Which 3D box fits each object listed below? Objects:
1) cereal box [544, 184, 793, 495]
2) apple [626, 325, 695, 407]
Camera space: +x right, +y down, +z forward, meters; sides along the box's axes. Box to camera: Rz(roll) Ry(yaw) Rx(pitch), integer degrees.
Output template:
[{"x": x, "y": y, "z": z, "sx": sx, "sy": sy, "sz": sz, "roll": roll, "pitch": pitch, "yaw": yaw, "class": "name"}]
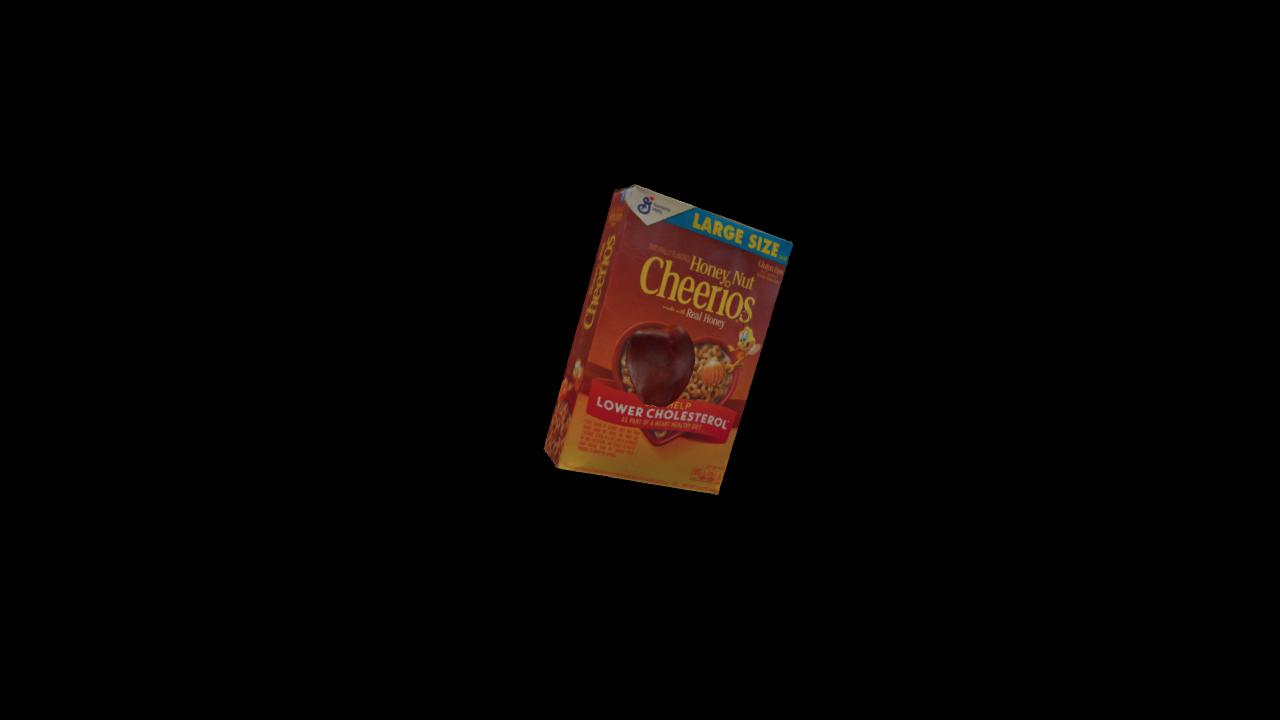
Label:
[{"x": 0.032, "y": -0.016, "z": 0.689, "sx": 0.203, "sy": 0.306, "sz": 0.081, "roll": 15, "pitch": 4, "yaw": -24, "class": "cereal box"}, {"x": 0.020, "y": 0.002, "z": 0.654, "sx": 0.079, "sy": 0.093, "sz": 0.079, "roll": 0, "pitch": 12, "yaw": 0, "class": "apple"}]
